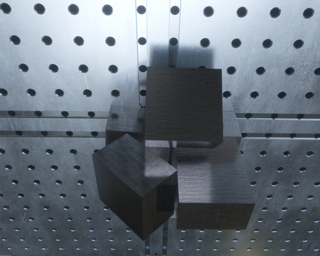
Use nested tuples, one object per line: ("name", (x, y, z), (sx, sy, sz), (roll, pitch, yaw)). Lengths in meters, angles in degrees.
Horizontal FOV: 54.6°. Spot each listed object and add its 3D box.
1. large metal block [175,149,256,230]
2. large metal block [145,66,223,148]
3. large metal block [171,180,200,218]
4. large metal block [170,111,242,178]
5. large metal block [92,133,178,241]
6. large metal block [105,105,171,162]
("large metal block", (0.059, 0.072, 0.371), (0.080, 0.080, 0.050), (1, 130, -1))
("large metal block", (0.025, -0.021, 0.348), (0.080, 0.080, 0.050), (2, 168, -2))
("large metal block", (0.016, 0.097, 0.451), (0.080, 0.050, 0.080), (2, 175, -1))
("large metal block", (0.056, 0.023, 0.415), (0.080, 0.050, 0.080), (2, 130, -2))
("large metal block", (-0.029, 0.066, 0.355), (0.080, 0.050, 0.080), (33, 140, 32))
("large metal block", (-0.029, 0.020, 0.412), (0.080, 0.050, 0.080), (5, 130, -5))
